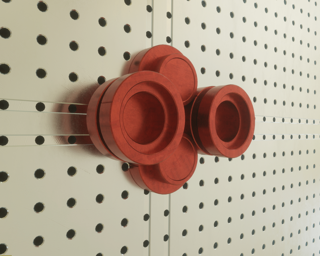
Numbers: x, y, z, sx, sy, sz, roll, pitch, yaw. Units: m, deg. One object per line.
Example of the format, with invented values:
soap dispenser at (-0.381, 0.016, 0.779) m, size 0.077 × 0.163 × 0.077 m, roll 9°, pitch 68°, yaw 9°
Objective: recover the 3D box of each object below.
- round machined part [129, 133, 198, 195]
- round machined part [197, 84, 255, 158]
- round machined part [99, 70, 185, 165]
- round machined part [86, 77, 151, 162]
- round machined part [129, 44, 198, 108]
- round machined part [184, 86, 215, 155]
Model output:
round machined part at (0.011, 0.038, 0.405) m, size 0.099 × 0.042 × 0.097 m, roll 0°, pitch 90°, yaw -40°
round machined part at (0.084, -0.009, 0.425) m, size 0.099 × 0.042 × 0.097 m, roll 0°, pitch 90°, yaw -40°
round machined part at (-0.023, -0.011, 0.336) m, size 0.099 × 0.042 × 0.097 m, roll 0°, pitch 90°, yaw -40°
round machined part at (-0.041, -0.010, 0.362) m, size 0.099 × 0.042 × 0.097 m, roll 0°, pitch 90°, yaw -40°
round machined part at (0.011, -0.060, 0.406) m, size 0.099 × 0.042 × 0.097 m, roll 0°, pitch 90°, yaw -40°
round machined part at (0.064, -0.010, 0.449) m, size 0.099 × 0.042 × 0.097 m, roll 0°, pitch 90°, yaw -40°
